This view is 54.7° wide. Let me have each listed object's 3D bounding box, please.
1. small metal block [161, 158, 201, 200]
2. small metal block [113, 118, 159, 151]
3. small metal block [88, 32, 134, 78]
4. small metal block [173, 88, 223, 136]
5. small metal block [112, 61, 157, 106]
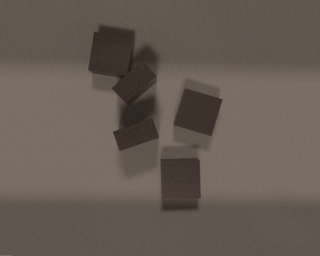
[{"bbox_3d":[0.027,0.067,0.412,0.050,0.025,0.050,-2,90,-1],"label":"small metal block"},{"bbox_3d":[-0.029,0.008,0.399,0.050,0.050,0.025,-19,90,0],"label":"small metal block"},{"bbox_3d":[-0.064,-0.095,0.411,0.050,0.025,0.050,9,90,-1],"label":"small metal block"},{"bbox_3d":[0.050,-0.021,0.412,0.050,0.025,0.050,17,90,-1],"label":"small metal block"},{"bbox_3d":[-0.031,-0.056,0.399,0.050,0.050,0.025,-42,91,0],"label":"small metal block"}]
